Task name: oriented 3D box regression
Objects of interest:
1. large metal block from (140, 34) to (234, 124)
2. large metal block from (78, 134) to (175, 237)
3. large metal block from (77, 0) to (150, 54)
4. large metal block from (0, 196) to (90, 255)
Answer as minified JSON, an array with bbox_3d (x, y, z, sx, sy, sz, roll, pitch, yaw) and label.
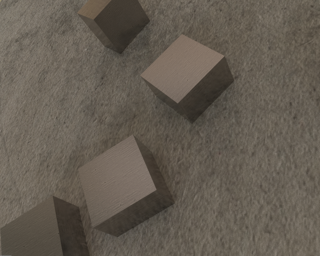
[{"bbox_3d":[0.036,-0.066,0.409,0.080,0.050,0.080,-46,51,-4],"label":"large metal block"},{"bbox_3d":[-0.041,0.068,0.366,0.080,0.050,0.080,-32,52,7],"label":"large metal block"},{"bbox_3d":[-0.076,-0.187,0.521,0.050,0.080,0.080,33,80,38],"label":"large metal block"},{"bbox_3d":[-0.138,0.142,0.371,0.080,0.050,0.080,-32,52,7],"label":"large metal block"}]
